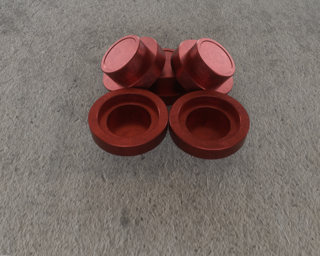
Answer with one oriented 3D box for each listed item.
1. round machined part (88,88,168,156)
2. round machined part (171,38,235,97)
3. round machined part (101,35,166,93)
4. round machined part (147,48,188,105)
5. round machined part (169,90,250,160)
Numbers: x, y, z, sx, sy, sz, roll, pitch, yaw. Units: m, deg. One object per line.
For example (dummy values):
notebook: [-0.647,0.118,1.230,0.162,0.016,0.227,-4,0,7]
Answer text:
round machined part: [-0.039,-0.003,0.396,0.099,0.042,0.098,0,50,0]
round machined part: [0.068,-0.089,0.441,0.099,0.042,0.098,19,52,-25]
round machined part: [-0.044,-0.093,0.440,0.098,0.042,0.098,-21,49,26]
round machined part: [0.007,-0.082,0.462,0.099,0.042,0.098,0,50,0]
round machined part: [0.060,0.000,0.394,0.099,0.042,0.098,0,50,0]
